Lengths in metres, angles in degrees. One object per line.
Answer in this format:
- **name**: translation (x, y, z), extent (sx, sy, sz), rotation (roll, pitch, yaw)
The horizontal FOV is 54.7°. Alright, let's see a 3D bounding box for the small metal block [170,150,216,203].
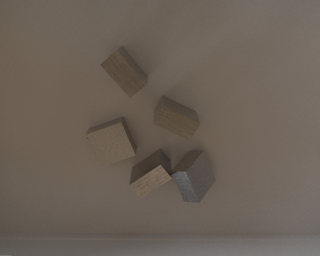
- **small metal block**: translation (0.046, 0.065, 0.420), extent (0.025, 0.050, 0.050), rotation (-6, 115, 41)

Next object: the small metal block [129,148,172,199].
- **small metal block**: translation (-0.012, 0.061, 0.420), extent (0.050, 0.050, 0.025), rotation (-35, 107, 12)

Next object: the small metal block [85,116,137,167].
- **small metal block**: translation (-0.065, 0.018, 0.417), extent (0.050, 0.025, 0.050), rotation (-19, 109, 6)

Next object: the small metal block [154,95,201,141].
- **small metal block**: translation (0.020, -0.014, 0.393), extent (0.050, 0.050, 0.025), rotation (25, 108, -9)

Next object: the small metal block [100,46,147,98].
- **small metal block**: translation (-0.041, -0.069, 0.372), extent (0.025, 0.050, 0.050), rotation (-38, 106, 12)
